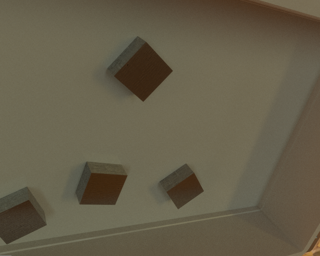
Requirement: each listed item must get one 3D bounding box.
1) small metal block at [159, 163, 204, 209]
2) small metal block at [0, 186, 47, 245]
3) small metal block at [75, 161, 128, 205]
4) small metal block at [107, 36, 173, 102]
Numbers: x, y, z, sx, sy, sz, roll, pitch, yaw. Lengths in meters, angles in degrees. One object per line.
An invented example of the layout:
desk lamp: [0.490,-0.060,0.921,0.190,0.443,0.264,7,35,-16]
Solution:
small metal block: [0.035,0.091,0.484,0.050,0.025,0.050,-34,129,-6]
small metal block: [-0.175,0.107,0.379,0.050,0.025,0.050,-24,128,-13]
small metal block: [-0.078,0.074,0.412,0.050,0.025,0.050,10,113,-33]
small metal block: [-0.022,-0.067,0.355,0.050,0.025,0.050,-46,129,4]
